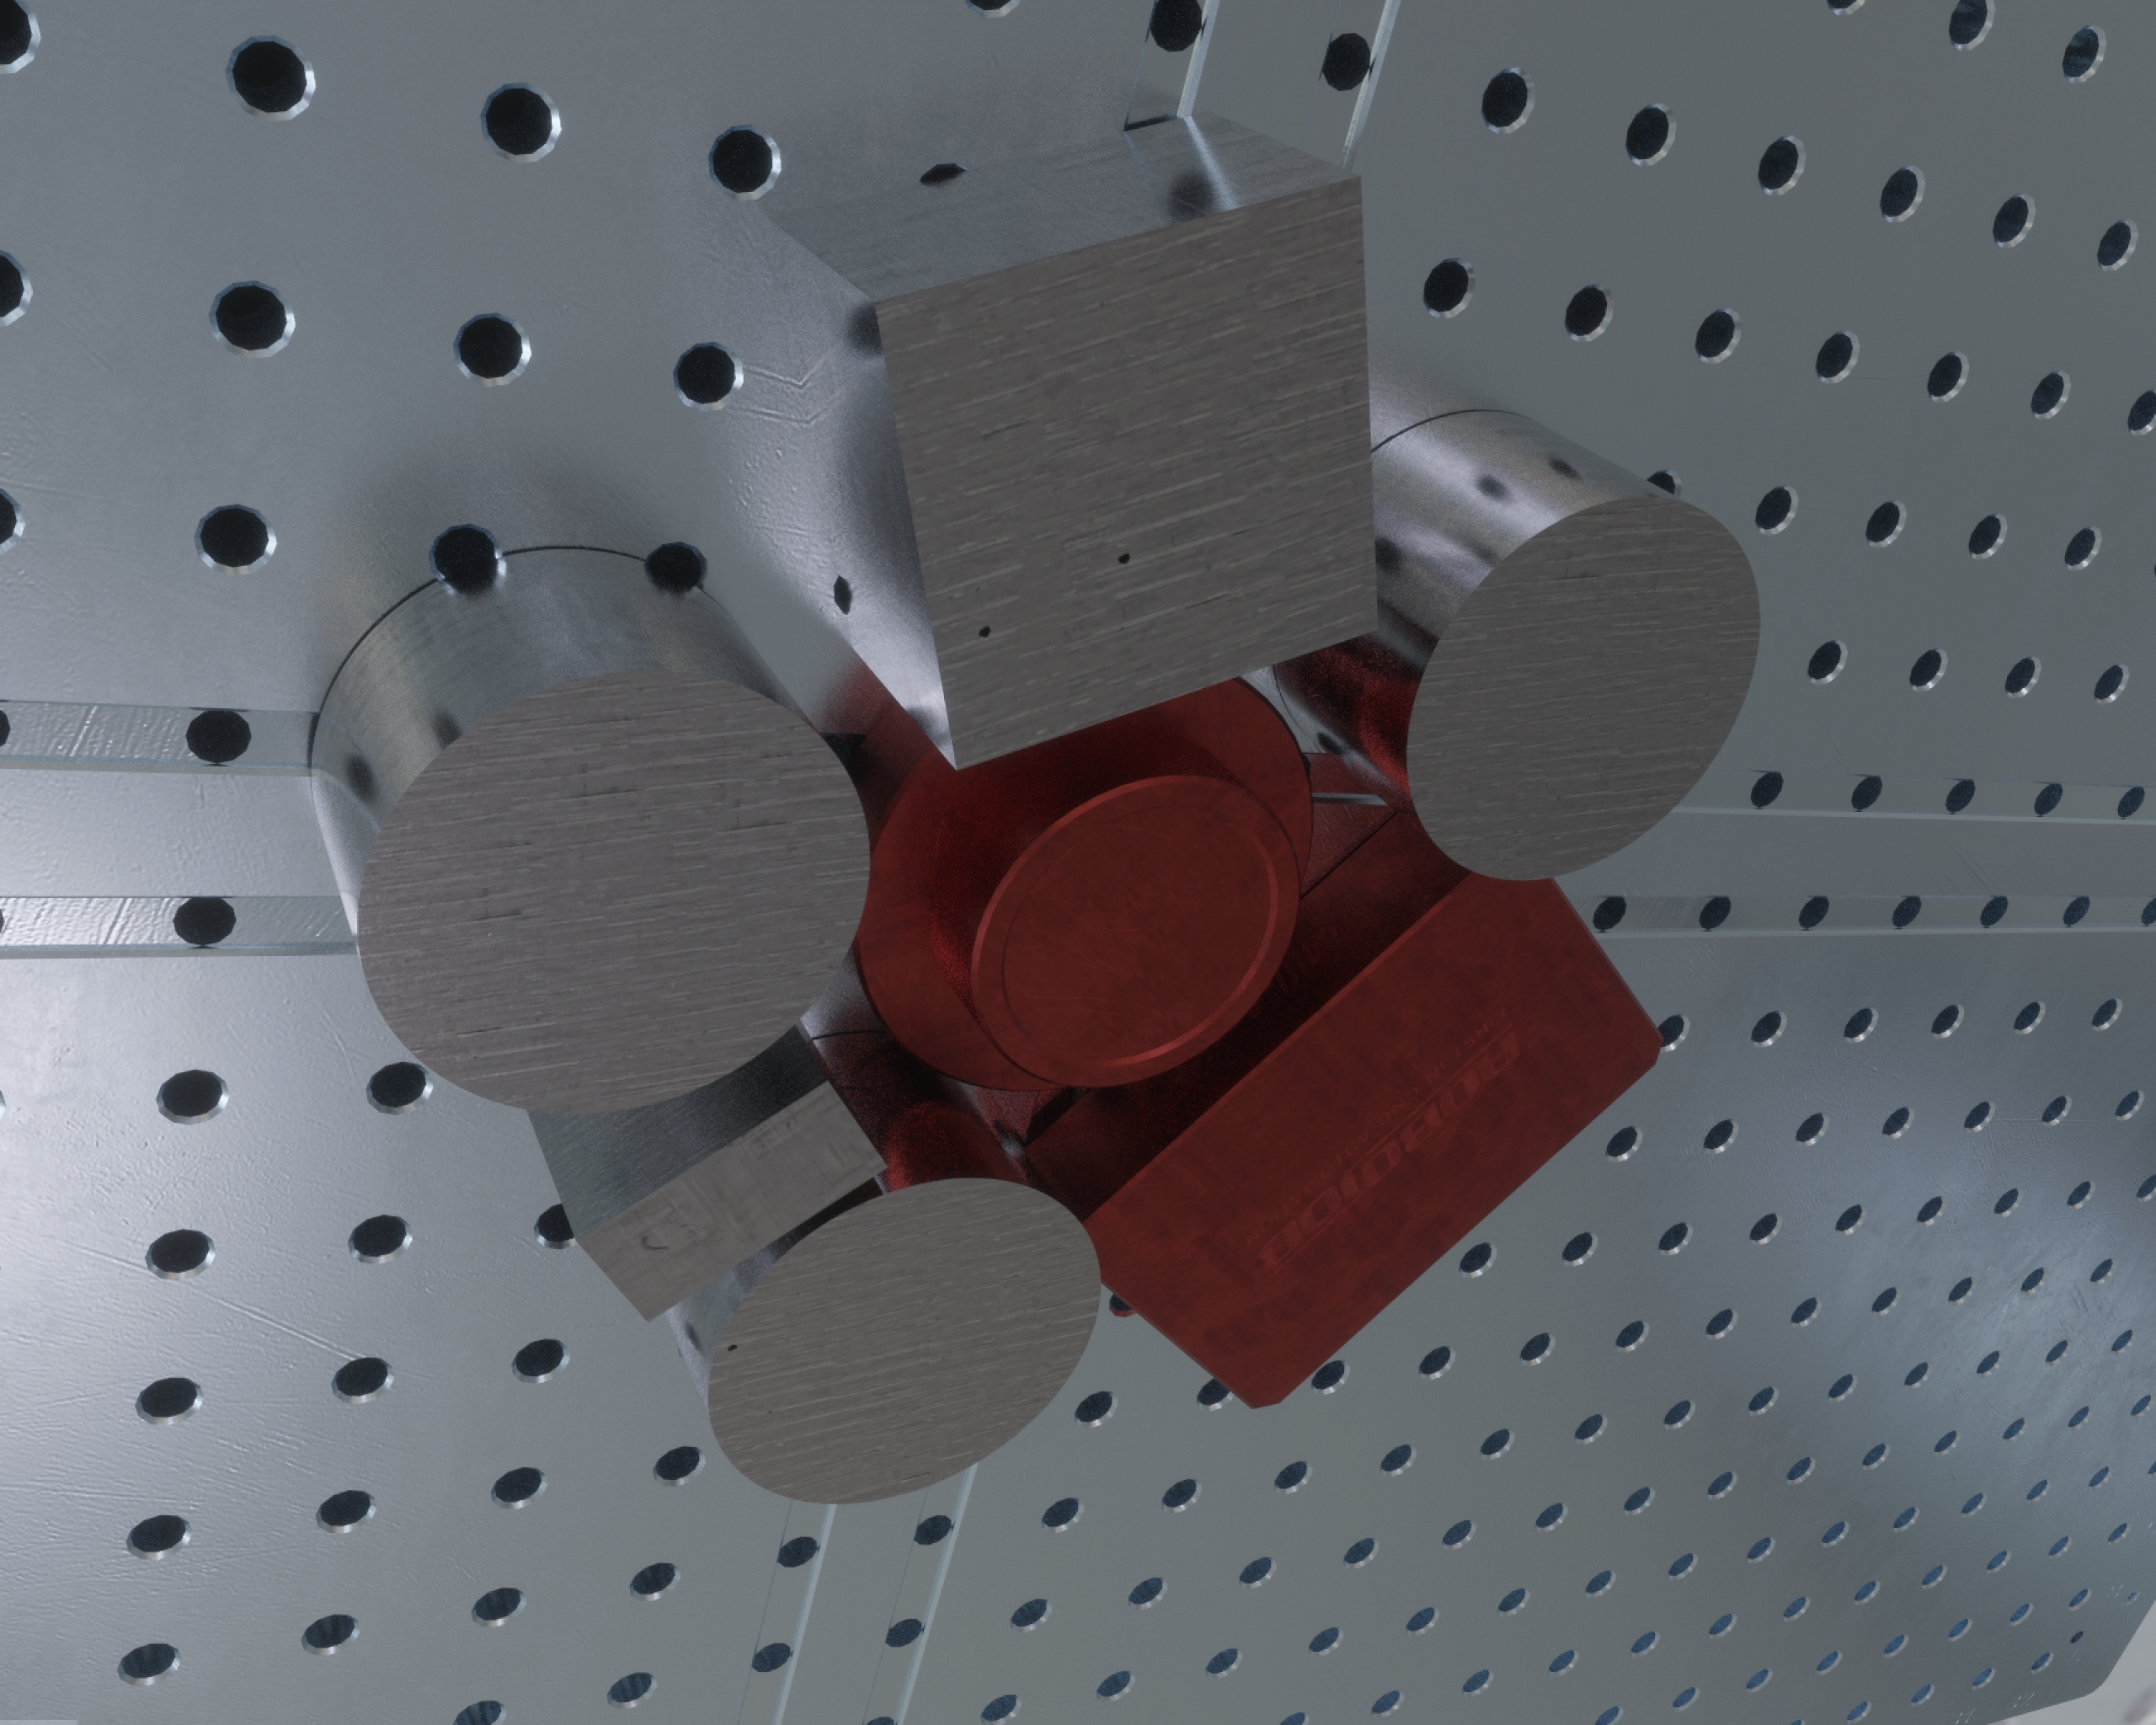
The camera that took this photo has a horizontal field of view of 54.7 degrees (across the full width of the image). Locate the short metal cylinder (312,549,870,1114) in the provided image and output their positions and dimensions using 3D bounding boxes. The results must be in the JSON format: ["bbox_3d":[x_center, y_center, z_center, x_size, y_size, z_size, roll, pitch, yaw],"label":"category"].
[{"bbox_3d":[-0.081,-0.005,0.346,0.081,0.050,0.079,-14,124,-21],"label":"short metal cylinder"}]

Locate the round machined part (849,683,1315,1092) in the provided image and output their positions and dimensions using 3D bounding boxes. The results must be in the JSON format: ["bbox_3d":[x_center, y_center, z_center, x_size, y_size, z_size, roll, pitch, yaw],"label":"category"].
[{"bbox_3d":[0.003,0.004,0.404,0.099,0.042,0.097,-14,124,-21],"label":"round machined part"}]

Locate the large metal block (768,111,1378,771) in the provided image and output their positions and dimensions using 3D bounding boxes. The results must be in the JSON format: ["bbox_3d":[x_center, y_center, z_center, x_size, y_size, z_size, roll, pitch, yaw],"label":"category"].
[{"bbox_3d":[0.001,-0.072,0.351,0.081,0.050,0.079,-20,126,-17],"label":"large metal block"}]

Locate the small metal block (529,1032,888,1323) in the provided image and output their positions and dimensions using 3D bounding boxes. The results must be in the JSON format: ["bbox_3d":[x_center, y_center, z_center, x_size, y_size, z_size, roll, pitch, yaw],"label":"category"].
[{"bbox_3d":[-0.070,0.048,0.385,0.050,0.050,0.025,-33,129,-7],"label":"small metal block"}]

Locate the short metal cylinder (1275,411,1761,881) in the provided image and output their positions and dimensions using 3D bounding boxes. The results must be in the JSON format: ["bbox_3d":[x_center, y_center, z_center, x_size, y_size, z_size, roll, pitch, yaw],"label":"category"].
[{"bbox_3d":[0.086,-0.043,0.414,0.081,0.050,0.079,-14,124,-21],"label":"short metal cylinder"}]

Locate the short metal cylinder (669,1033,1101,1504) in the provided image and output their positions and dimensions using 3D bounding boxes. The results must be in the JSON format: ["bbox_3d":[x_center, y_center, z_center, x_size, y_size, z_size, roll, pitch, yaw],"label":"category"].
[{"bbox_3d":[-0.042,0.081,0.421,0.081,0.050,0.079,-14,124,-21],"label":"short metal cylinder"}]

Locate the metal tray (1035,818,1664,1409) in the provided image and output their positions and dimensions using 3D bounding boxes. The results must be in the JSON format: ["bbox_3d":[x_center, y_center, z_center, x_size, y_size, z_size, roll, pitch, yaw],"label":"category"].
[{"bbox_3d":[0.062,0.055,0.475,0.130,0.030,0.090,-42,129,0],"label":"metal tray"}]
